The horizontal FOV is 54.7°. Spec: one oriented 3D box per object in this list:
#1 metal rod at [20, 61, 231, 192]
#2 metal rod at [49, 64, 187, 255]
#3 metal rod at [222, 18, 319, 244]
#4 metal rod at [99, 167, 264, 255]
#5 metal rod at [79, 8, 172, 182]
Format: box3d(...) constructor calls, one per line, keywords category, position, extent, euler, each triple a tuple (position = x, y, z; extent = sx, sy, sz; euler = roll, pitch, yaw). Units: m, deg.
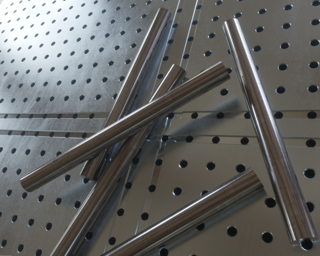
box3d(category="metal rod", position=(-0.050, 0.003, 0.397), extent=(0.301, 0.025, 0.025), euler=(-29, 52, 8))
box3d(category="metal rod", position=(-0.049, 0.041, 0.407), extent=(0.025, 0.025, 0.300), euler=(21, 73, 35))
box3d(category="metal rod", position=(0.116, -0.023, 0.360), extent=(0.025, 0.025, 0.299), euler=(-18, 55, 17))
box3d(category="metal rod", position=(-0.025, 0.131, 0.339), extent=(0.300, 0.025, 0.025), euler=(-32, 52, 6))
box3d(category="metal rod", position=(-0.044, -0.062, 0.467), extent=(0.025, 0.025, 0.300), euler=(9, 66, 31))
